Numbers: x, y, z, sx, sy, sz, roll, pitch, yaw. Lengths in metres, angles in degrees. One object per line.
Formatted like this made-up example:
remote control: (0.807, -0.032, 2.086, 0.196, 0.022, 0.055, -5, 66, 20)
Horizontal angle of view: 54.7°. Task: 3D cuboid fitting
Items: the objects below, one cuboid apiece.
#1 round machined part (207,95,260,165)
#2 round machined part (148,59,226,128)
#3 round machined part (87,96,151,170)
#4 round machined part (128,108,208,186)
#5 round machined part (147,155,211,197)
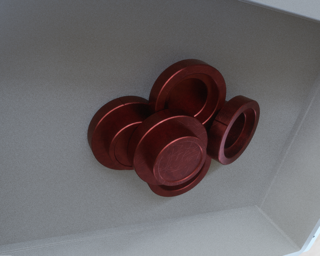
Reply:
round machined part: (0.095, -0.001, 0.435, 0.099, 0.042, 0.097, -30, 135, -35)
round machined part: (0.030, -0.040, 0.389, 0.099, 0.042, 0.097, -14, 125, -21)
round machined part: (-0.036, 0.013, 0.383, 0.099, 0.042, 0.097, -14, 125, -21)
round machined part: (0.015, 0.029, 0.367, 0.099, 0.042, 0.097, -14, 125, -21)
round machined part: (0.020, 0.046, 0.436, 0.099, 0.042, 0.097, -14, 125, -21)
